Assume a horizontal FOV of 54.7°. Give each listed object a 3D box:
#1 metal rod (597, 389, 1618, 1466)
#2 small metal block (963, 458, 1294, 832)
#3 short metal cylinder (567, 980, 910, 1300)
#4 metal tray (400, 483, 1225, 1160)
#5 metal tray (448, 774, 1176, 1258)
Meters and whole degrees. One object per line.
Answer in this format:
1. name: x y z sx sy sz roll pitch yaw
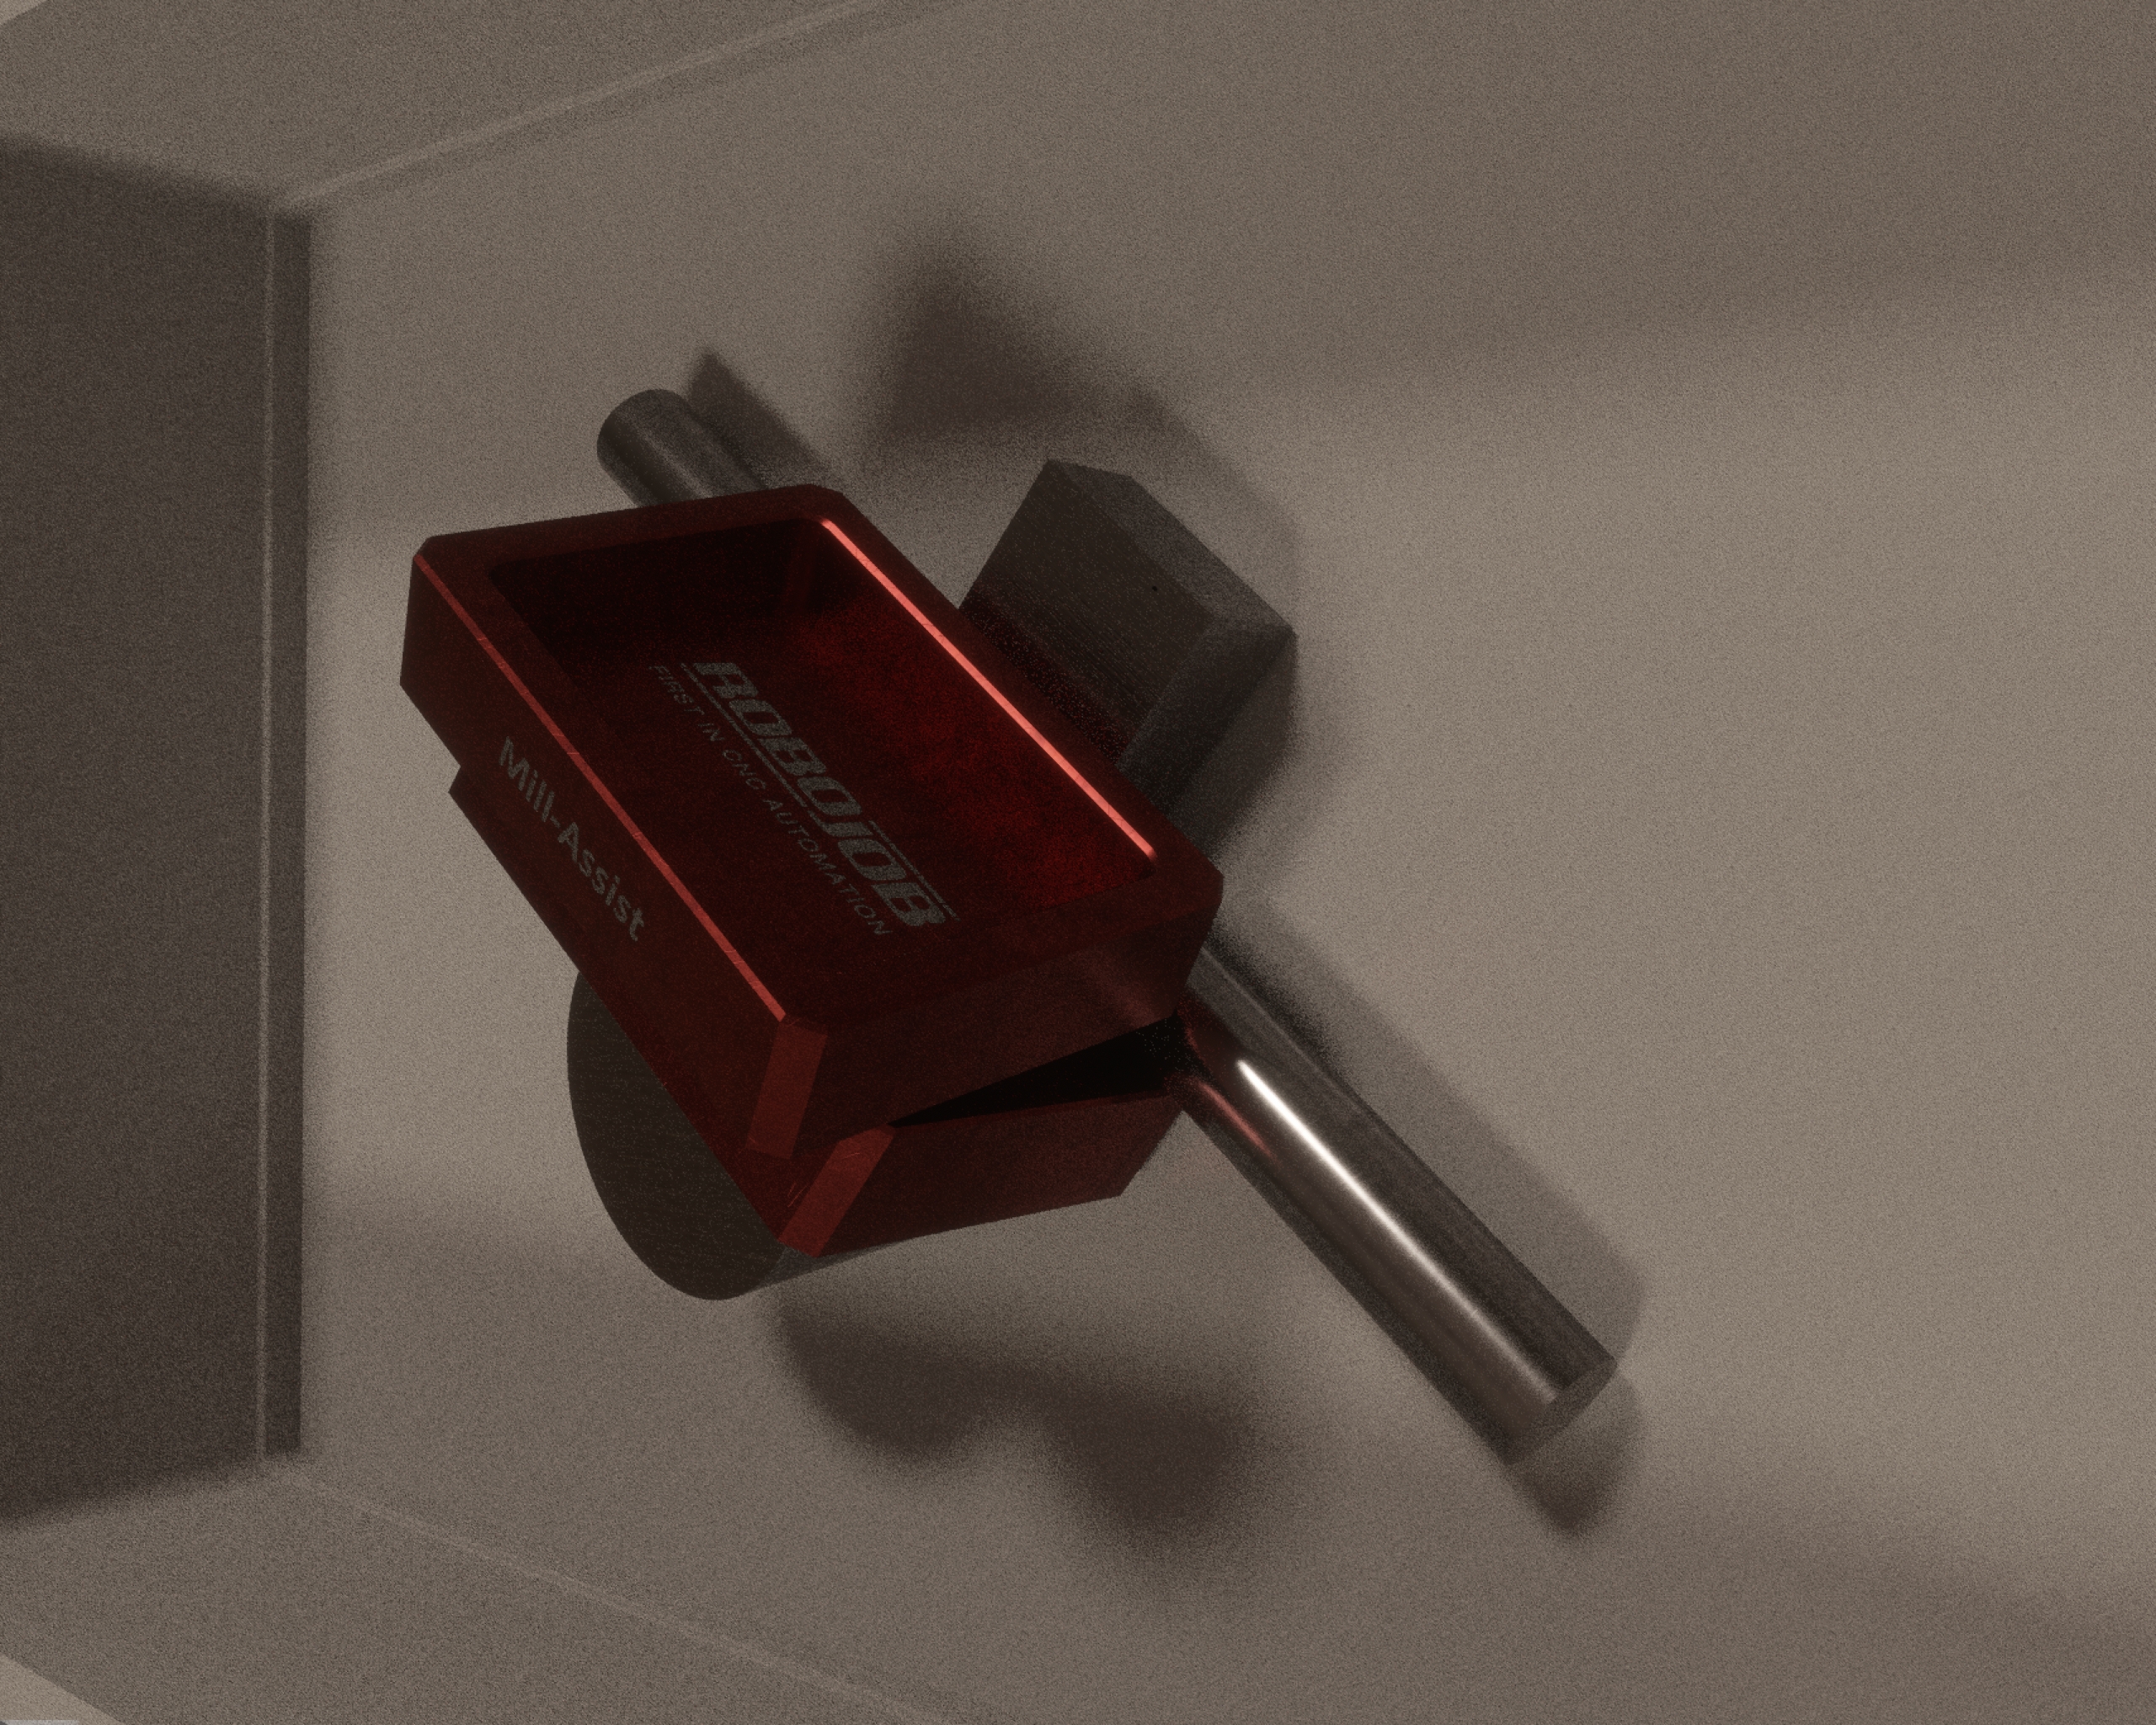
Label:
1. metal rod: -0.011 -0.005 0.414 0.300 0.025 0.025 46 118 29
2. small metal block: 0.005 -0.041 0.399 0.050 0.025 0.050 48 118 29
3. short metal cylinder: -0.061 0.044 0.430 0.080 0.050 0.079 10 104 44
4. metal tray: -0.049 -0.015 0.368 0.130 0.091 0.030 47 135 29
5. metal tray: -0.050 0.013 0.401 0.130 0.091 0.030 47 118 29
